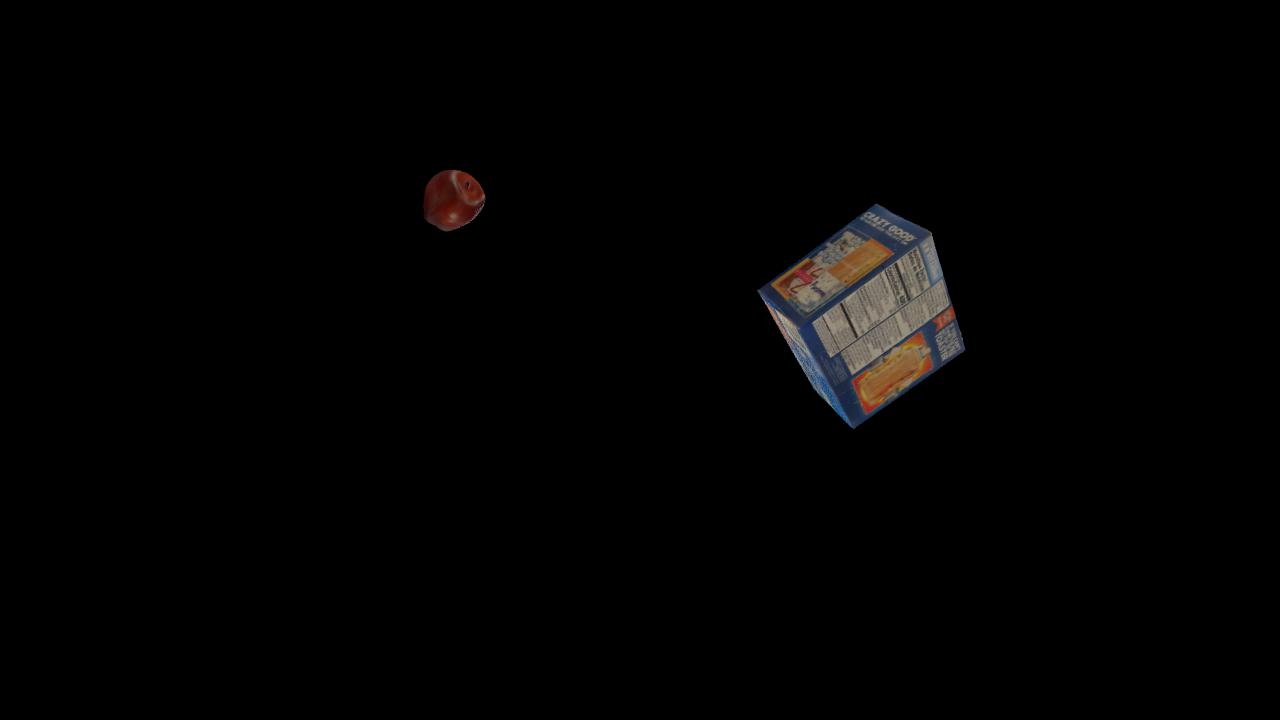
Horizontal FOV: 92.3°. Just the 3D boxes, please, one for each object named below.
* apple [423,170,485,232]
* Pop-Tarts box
[{"bbox_3d":[-0.270,-0.230,0.885,0.093,0.079,0.079,-29,-17,33],"label":"apple"},{"bbox_3d":[0.220,-0.039,0.606,0.167,0.141,0.083,49,7,-39],"label":"Pop-Tarts box"}]
